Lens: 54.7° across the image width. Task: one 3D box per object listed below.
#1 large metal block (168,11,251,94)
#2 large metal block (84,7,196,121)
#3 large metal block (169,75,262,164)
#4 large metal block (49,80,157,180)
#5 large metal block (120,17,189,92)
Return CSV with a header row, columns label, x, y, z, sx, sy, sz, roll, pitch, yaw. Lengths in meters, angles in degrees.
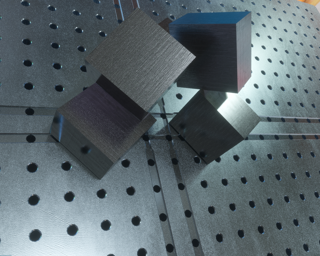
label,x,y,z,sx,sy,sz,roll,pitch,yaw
large metal block,0.063,-0.092,0.374,0.080,0.079,0.050,11,37,30
large metal block,-0.022,-0.067,0.338,0.080,0.050,0.080,41,76,-1
large metal block,0.072,-0.010,0.417,0.080,0.080,0.050,47,51,4
large metal block,-0.065,-0.002,0.359,0.080,0.050,0.080,43,51,1
large metal block,-0.008,-0.091,0.424,0.050,0.080,0.080,41,51,-1
